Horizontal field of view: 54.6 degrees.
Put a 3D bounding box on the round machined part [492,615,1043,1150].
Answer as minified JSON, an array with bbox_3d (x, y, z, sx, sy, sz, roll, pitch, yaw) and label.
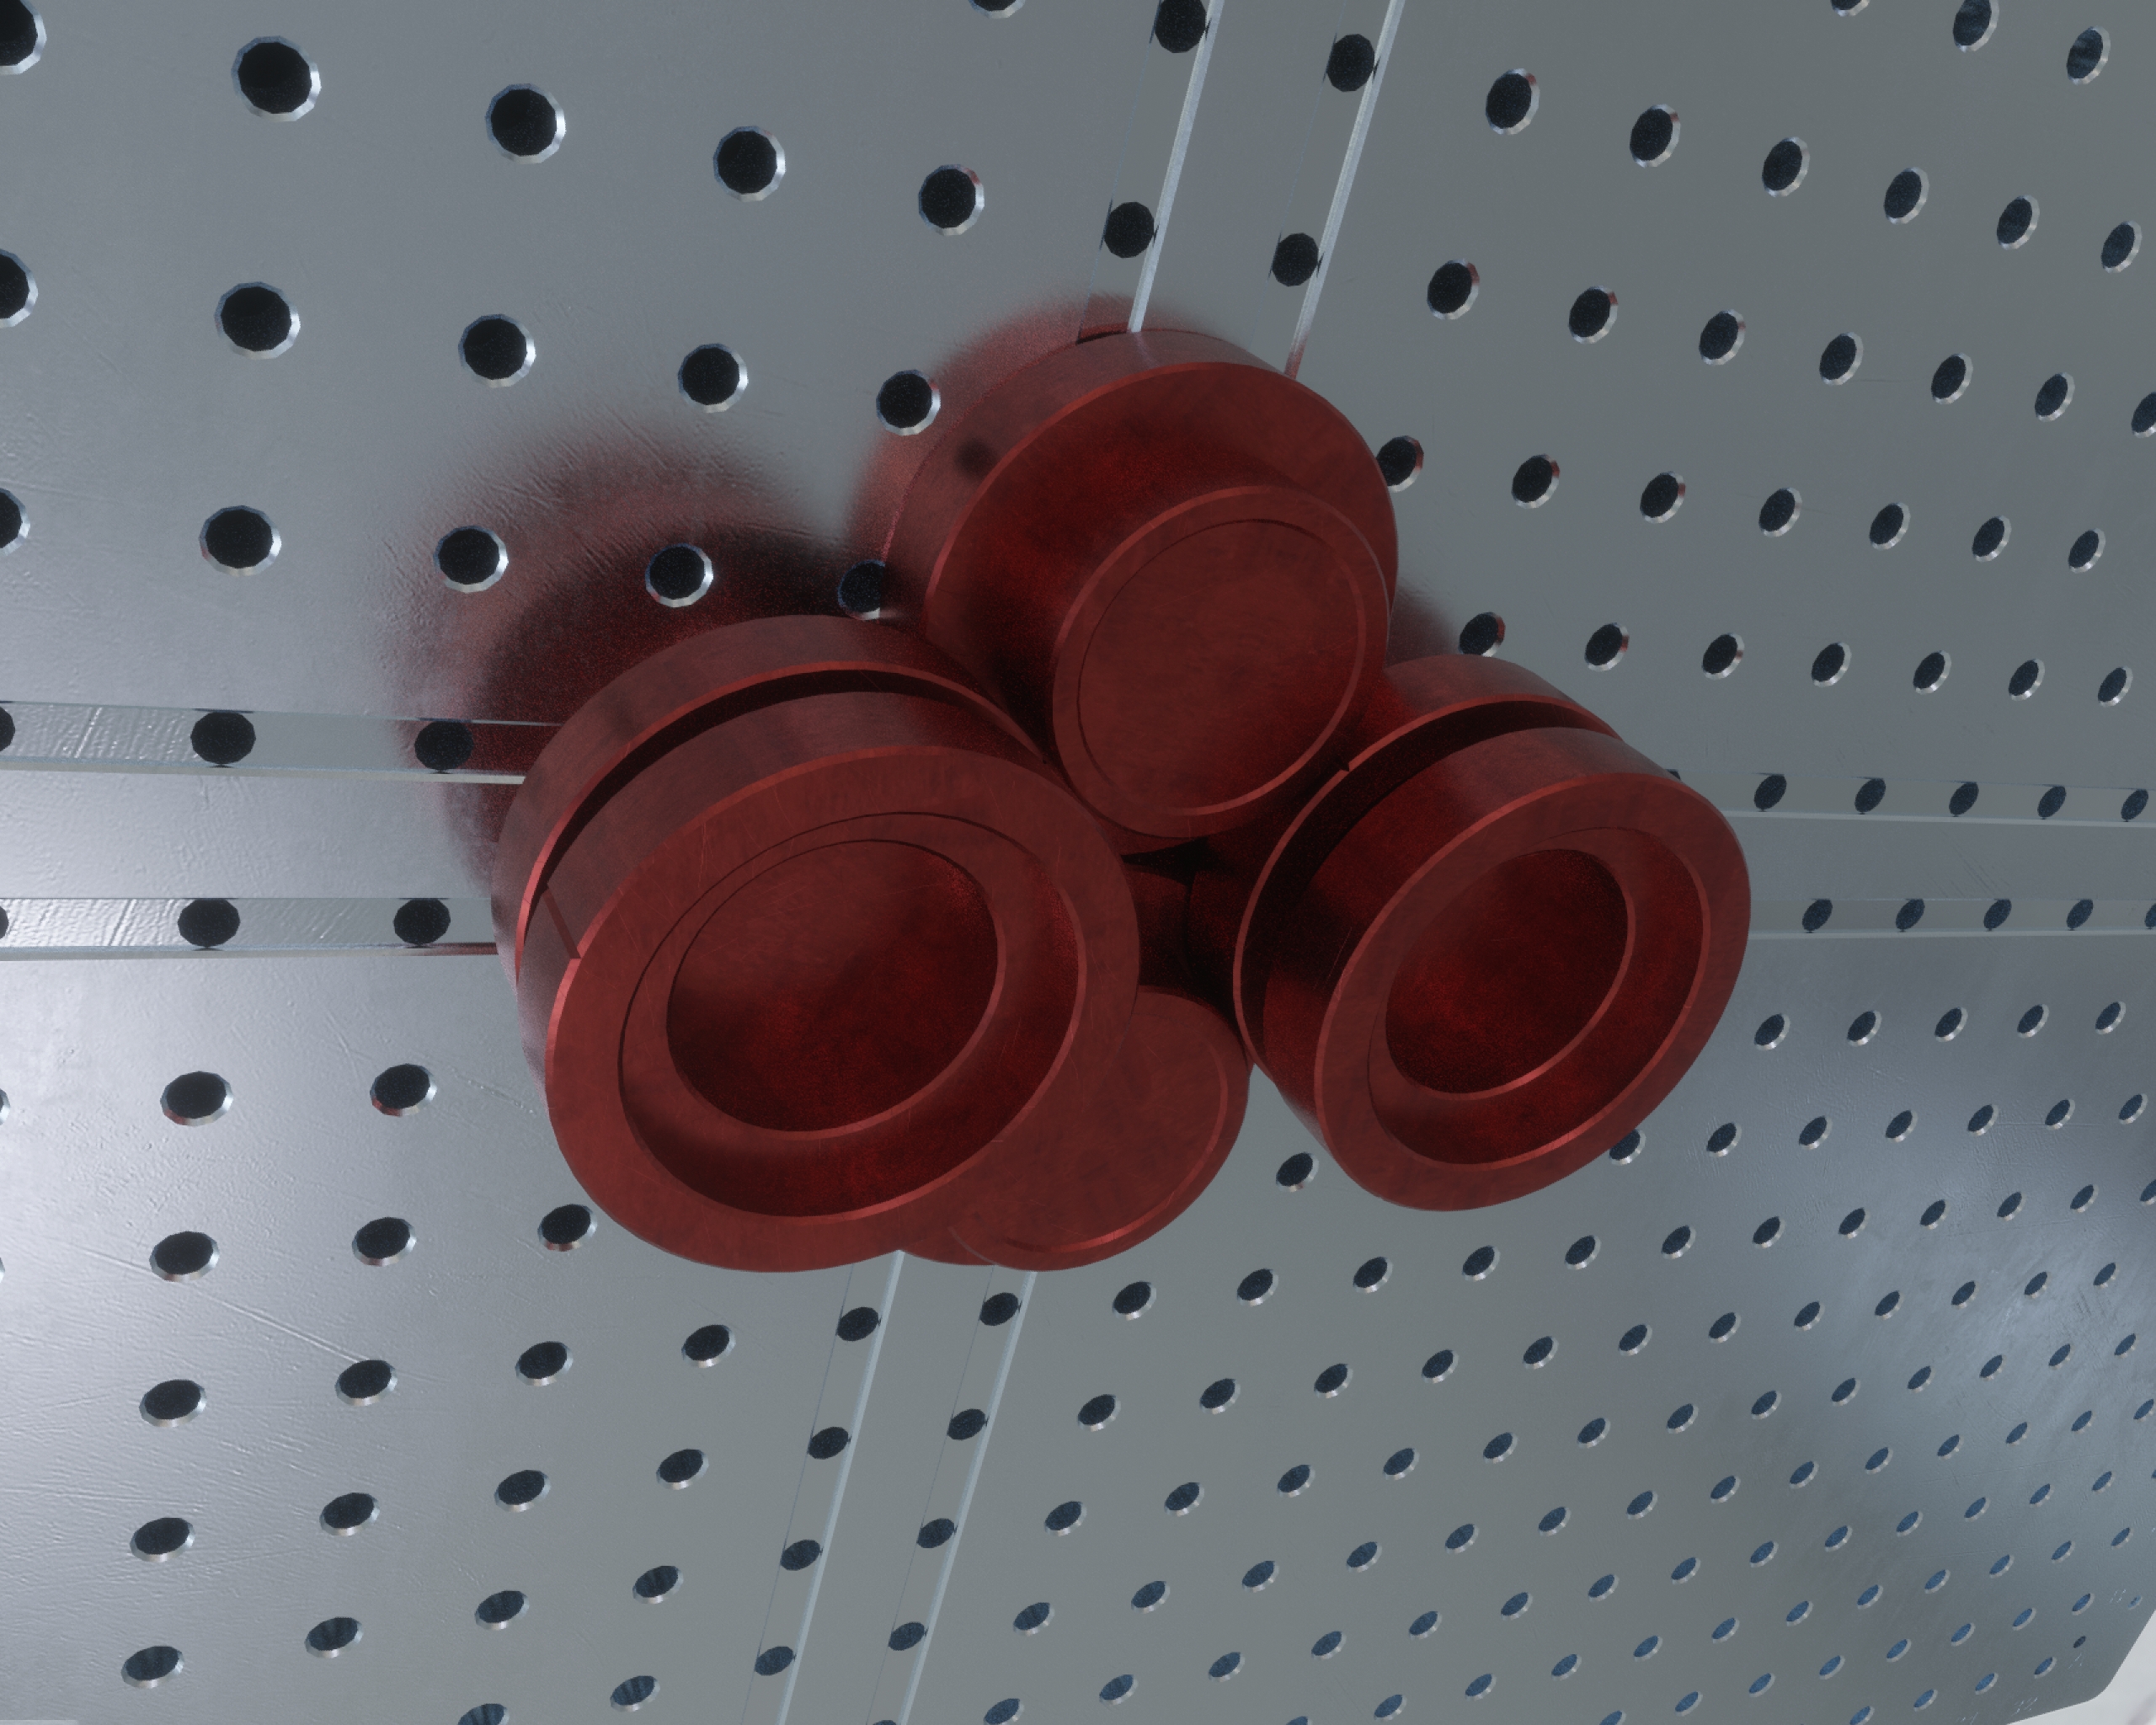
[{"bbox_3d":[-0.054,0.001,0.370,0.099,0.042,0.097,-14,124,-21],"label":"round machined part"}]

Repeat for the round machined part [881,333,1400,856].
[{"bbox_3d":[0.017,-0.043,0.382,0.099,0.042,0.097,-14,124,-21],"label":"round machined part"}]

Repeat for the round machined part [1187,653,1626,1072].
[{"bbox_3d":[0.066,0.001,0.435,0.099,0.042,0.097,-14,124,-21],"label":"round machined part"}]

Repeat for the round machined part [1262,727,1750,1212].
[{"bbox_3d":[0.079,0.017,0.411,0.099,0.042,0.097,-14,124,-21],"label":"round machined part"}]

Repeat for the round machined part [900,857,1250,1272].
[{"bbox_3d":[-0.005,0.043,0.423,0.099,0.042,0.097,-14,124,-21],"label":"round machined part"}]

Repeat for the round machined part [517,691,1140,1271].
[{"bbox_3d":[-0.043,0.016,0.344,0.099,0.042,0.097,-14,124,-21],"label":"round machined part"}]
